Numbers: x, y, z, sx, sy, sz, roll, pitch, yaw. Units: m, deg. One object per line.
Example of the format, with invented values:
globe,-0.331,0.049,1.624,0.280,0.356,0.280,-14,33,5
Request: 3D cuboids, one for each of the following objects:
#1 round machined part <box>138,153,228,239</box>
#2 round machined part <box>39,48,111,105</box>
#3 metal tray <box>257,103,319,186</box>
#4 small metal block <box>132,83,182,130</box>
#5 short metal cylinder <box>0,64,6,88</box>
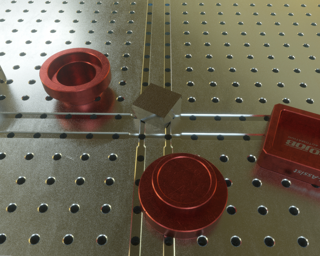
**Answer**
round machined part,0.025,0.066,0.341,0.099,0.042,0.098,0,50,0
round machined part,-0.121,-0.072,0.455,0.099,0.042,0.098,0,50,0
metal tray,0.197,0.026,0.385,0.130,0.030,0.090,18,52,14
small metal block,-0.004,-0.031,0.434,0.050,0.025,0.050,24,54,18
short metal cylinder,-0.281,-0.086,0.460,0.081,0.050,0.080,0,50,0
